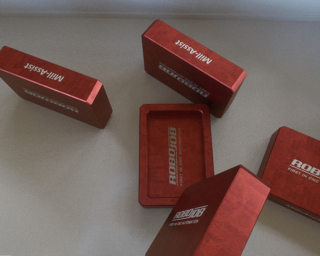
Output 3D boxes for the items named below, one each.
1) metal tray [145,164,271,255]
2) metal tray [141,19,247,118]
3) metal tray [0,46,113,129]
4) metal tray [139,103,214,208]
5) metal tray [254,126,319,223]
[{"bbox_3d":[0.036,0.089,0.281,0.030,0.129,0.090,37,65,-2],"label":"metal tray"},{"bbox_3d":[0.039,-0.073,0.401,0.130,0.090,0.030,34,74,11],"label":"metal tray"},{"bbox_3d":[-0.131,-0.047,0.391,0.131,0.090,0.030,21,72,7],"label":"metal tray"},{"bbox_3d":[0.020,0.034,0.394,0.091,0.030,0.130,-1,70,-1],"label":"metal tray"},{"bbox_3d":[0.193,0.064,0.385,0.130,0.030,0.090,24,72,8],"label":"metal tray"}]
